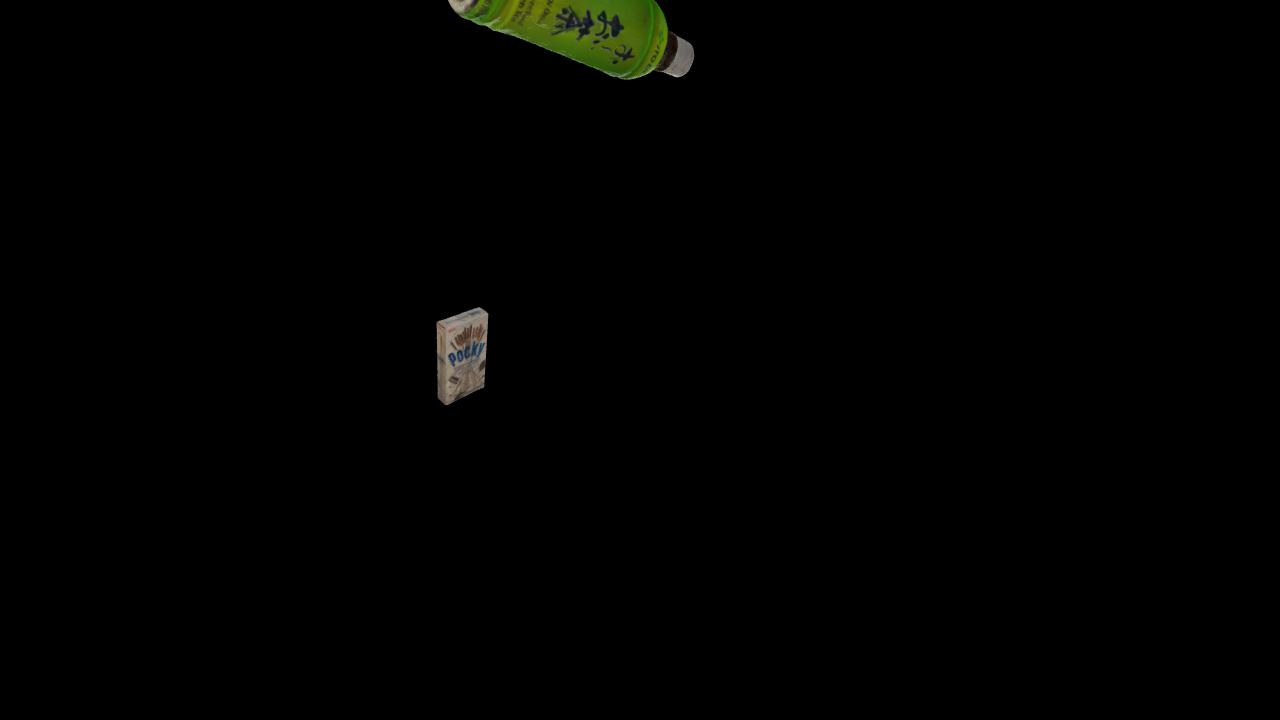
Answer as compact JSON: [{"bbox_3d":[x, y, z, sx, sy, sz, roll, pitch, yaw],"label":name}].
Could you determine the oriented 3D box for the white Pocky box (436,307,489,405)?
[{"bbox_3d":[-0.289,-0.006,1.000,0.028,0.154,0.084,32,39,26],"label":"white Pocky box"}]

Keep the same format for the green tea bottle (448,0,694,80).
[{"bbox_3d":[-0.039,-0.270,0.482,0.212,0.073,0.073,-2,1,-40],"label":"green tea bottle"}]
